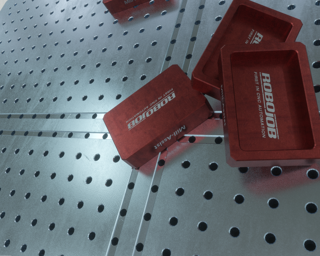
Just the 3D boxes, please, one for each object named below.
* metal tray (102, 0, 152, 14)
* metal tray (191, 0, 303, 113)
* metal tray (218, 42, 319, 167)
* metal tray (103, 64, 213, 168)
[{"bbox_3d":[-0.044,-0.280,0.601,0.130,0.030,0.090,-11,57,22],"label":"metal tray"},{"bbox_3d":[0.106,-0.091,0.382,0.090,0.030,0.130,26,74,11],"label":"metal tray"},{"bbox_3d":[0.112,-0.026,0.327,0.090,0.030,0.130,-2,70,2],"label":"metal tray"},{"bbox_3d":[-0.006,-0.018,0.420,0.130,0.030,0.090,-36,51,4],"label":"metal tray"}]
